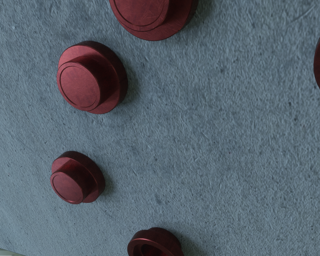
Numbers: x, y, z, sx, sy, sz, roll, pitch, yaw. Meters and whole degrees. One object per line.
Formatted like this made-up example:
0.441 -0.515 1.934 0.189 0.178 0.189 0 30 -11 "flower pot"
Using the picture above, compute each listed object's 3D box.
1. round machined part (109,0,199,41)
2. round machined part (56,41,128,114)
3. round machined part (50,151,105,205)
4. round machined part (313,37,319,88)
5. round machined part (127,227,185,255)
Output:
-0.013 -0.138 0.318 0.098 0.042 0.097 13 124 21 "round machined part"
-0.095 -0.061 0.408 0.098 0.042 0.097 13 124 21 "round machined part"
-0.147 0.091 0.530 0.098 0.042 0.097 13 124 21 "round machined part"
0.184 -0.062 0.260 0.098 0.042 0.097 13 124 21 "round machined part"
-0.003 0.209 0.526 0.098 0.042 0.097 13 124 21 "round machined part"
